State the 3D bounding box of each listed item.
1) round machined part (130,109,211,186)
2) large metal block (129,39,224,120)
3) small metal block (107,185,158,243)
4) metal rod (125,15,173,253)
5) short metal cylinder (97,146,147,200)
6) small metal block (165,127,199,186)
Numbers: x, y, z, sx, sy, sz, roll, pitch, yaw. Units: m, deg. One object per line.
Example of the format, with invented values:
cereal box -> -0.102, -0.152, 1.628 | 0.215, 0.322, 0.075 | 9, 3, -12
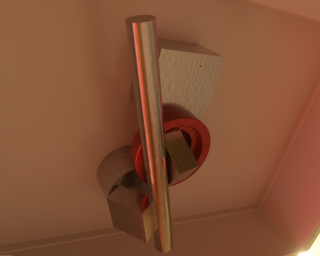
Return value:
round machined part -> 0.009, 0.021, 0.377 | 0.099, 0.042, 0.097 | -14, 125, -21
large metal block -> 0.017, -0.057, 0.365 | 0.081, 0.050, 0.079 | 0, 119, -29
small metal block -> -0.032, 0.102, 0.370 | 0.025, 0.050, 0.050 | -44, 139, -44
metal rod -> -0.005, 0.034, 0.336 | 0.025, 0.025, 0.298 | -18, 126, -19
short metal cylinder -> -0.038, 0.071, 0.416 | 0.081, 0.050, 0.079 | -14, 125, -21
small metal block -> 0.015, 0.034, 0.359 | 0.025, 0.050, 0.050 | -19, 161, -22
